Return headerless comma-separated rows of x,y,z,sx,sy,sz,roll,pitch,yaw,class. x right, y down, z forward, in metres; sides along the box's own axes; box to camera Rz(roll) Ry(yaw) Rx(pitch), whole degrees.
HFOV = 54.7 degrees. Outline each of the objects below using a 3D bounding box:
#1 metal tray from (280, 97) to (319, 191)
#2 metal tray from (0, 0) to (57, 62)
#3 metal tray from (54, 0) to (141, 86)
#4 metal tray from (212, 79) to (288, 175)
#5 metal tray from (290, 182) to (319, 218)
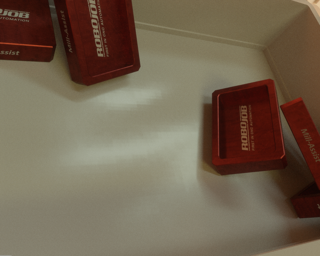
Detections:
0.220,0.020,0.456,0.129,0.030,0.090,67,22,6,metal tray
-0.200,-0.127,0.372,0.131,0.030,0.090,-3,63,-30,metal tray
-0.076,-0.127,0.387,0.091,0.030,0.129,-25,119,-37,metal tray
0.120,-0.003,0.431,0.030,0.090,0.130,53,35,-47,metal tray
0.259,0.087,0.422,0.091,0.129,0.030,-19,83,-35,metal tray
